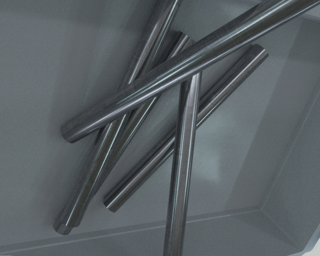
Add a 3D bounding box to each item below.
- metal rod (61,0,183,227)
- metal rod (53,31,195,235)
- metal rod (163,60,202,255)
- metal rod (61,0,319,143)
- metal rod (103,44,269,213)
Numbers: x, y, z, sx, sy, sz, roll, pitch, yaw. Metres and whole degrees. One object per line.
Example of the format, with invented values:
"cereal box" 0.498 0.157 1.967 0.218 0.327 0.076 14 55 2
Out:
"metal rod" -0.048 -0.015 0.357 0.025 0.025 0.298 17 104 -35
"metal rod" -0.050 0.015 0.389 0.025 0.025 0.299 25 104 -37
"metal rod" 0.026 0.061 0.390 0.025 0.025 0.298 3 95 -30
"metal rod" 0.015 -0.054 0.292 0.300 0.025 0.025 -27 135 26
"metal rod" 0.033 0.003 0.427 0.300 0.025 0.025 -46 129 4
